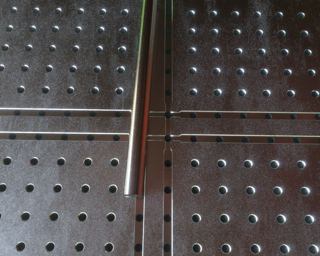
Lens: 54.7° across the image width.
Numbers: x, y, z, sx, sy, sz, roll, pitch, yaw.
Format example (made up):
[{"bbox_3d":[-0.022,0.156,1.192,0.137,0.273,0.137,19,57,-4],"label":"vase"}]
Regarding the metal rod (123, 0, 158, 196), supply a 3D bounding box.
[{"bbox_3d":[-0.024,-0.057,0.432,0.025,0.025,0.299,3,70,1],"label":"metal rod"}]
